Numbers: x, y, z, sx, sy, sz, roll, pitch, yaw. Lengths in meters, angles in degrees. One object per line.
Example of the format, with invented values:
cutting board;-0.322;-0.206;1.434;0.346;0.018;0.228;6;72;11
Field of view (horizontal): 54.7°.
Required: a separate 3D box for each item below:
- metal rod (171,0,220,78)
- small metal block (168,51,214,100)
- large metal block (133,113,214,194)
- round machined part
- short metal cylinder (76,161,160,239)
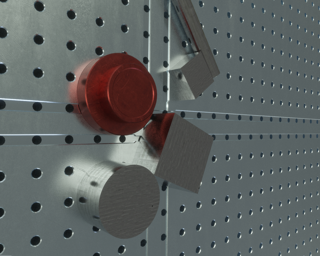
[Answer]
metal rod;0.017;-0.204;0.424;0.025;0.025;0.299;-42;116;-32
small metal block;0.046;-0.075;0.450;0.050;0.025;0.050;-44;117;-31
large metal block;0.018;0.034;0.410;0.080;0.050;0.080;30;71;-36
round machined part;-0.042;-0.040;0.364;0.099;0.042;0.097;0;90;-40
short metal cylinder;-0.047;0.080;0.355;0.081;0.050;0.079;0;90;-40
